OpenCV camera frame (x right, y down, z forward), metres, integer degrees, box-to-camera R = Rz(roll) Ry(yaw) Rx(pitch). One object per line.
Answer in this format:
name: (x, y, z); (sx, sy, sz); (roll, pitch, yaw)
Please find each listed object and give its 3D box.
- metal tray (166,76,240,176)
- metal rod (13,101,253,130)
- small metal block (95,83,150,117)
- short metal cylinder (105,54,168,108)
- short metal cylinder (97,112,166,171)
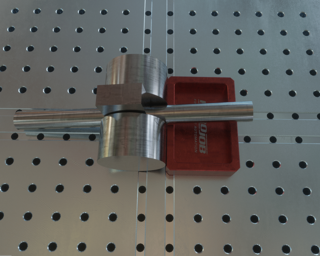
metal tray: (0.054, -0.004, 0.411); (0.091, 0.030, 0.130); (1, 70, 0)
metal rod: (-0.039, -0.015, 0.392); (0.301, 0.025, 0.025); (-2, 70, 8)
small metal block: (-0.041, -0.028, 0.358); (0.050, 0.050, 0.025); (-2, 70, 8)
short metal cylinder: (-0.030, -0.052, 0.399); (0.081, 0.080, 0.050); (1, 70, 0)
short metal cylinder: (-0.033, 0.019, 0.375); (0.081, 0.080, 0.050); (1, 70, 0)
